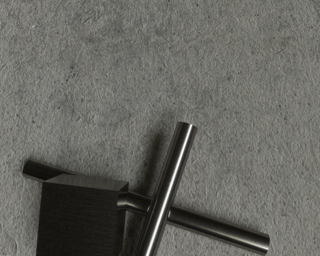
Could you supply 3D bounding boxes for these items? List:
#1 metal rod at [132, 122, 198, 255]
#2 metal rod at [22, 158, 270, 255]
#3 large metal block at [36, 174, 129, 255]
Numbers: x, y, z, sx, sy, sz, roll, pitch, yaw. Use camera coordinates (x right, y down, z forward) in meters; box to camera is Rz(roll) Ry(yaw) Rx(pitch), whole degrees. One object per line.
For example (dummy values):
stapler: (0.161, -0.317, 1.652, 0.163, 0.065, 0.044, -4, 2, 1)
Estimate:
metal rod: (-0.016, 0.135, 0.337, 0.025, 0.025, 0.299, 18, 79, 6)
metal rod: (-0.021, 0.093, 0.373, 0.301, 0.025, 0.025, 17, 71, 6)
large metal block: (-0.083, 0.099, 0.342, 0.080, 0.050, 0.079, 6, 91, 6)
